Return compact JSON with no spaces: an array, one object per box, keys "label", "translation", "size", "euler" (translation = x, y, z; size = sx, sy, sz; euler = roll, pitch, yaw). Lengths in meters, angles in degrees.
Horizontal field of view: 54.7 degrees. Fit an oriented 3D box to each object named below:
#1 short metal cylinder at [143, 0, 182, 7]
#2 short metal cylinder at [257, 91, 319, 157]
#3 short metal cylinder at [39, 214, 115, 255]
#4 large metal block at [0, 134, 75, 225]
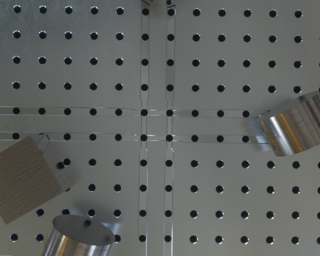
[{"label":"short metal cylinder","translation":[0.003,-0.206,0.401],"size":[0.081,0.050,0.079],"euler":[0,90,0]},{"label":"short metal cylinder","translation":[0.170,-0.005,0.387],"size":[0.080,0.080,0.050],"euler":[-28,90,0]},{"label":"short metal cylinder","translation":[-0.103,0.149,0.385],"size":[0.080,0.080,0.050],"euler":[21,90,0]},{"label":"large metal block","translation":[-0.171,0.063,0.399],"size":[0.080,0.050,0.080],"euler":[-30,90,0]}]
